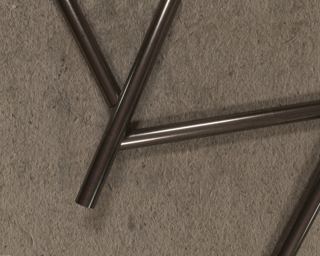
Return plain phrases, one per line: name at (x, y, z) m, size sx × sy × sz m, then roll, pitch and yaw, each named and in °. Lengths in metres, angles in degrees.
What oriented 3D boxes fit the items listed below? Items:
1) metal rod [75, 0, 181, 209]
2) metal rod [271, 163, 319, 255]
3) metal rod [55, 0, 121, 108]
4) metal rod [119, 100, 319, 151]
metal rod at (-0.035, -0.045, 0.392) m, size 0.025 × 0.025 × 0.299 m, roll 22°, pitch 83°, yaw -1°
metal rod at (0.191, 0.109, 0.403) m, size 0.025 × 0.025 × 0.299 m, roll 26°, pitch 93°, yaw -1°
metal rod at (-0.123, -0.165, 0.408) m, size 0.025 × 0.025 × 0.299 m, roll -26°, pitch 90°, yaw 0°
metal rod at (0.093, -0.006, 0.411) m, size 0.302 × 0.025 × 0.025 m, roll -9°, pitch 90°, yaw -1°
